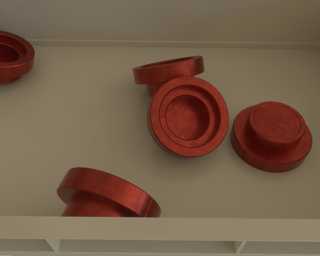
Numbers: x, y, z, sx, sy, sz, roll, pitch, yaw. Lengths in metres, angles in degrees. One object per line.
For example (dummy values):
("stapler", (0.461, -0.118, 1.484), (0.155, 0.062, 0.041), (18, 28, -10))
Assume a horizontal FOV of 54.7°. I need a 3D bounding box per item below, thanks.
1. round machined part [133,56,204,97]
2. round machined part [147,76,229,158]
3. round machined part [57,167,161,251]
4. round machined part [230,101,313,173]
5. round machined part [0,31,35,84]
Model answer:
("round machined part", (0.014, -0.071, 0.434), (0.099, 0.042, 0.098), (-10, 15, 3))
("round machined part", (0.032, -0.011, 0.385), (0.099, 0.042, 0.097), (2, 81, -13))
("round machined part", (-0.052, 0.081, 0.290), (0.098, 0.098, 0.042), (16, 58, 12))
("round machined part", (0.142, 0.004, 0.392), (0.099, 0.042, 0.098), (0, 50, 0))
("round machined part", (-0.243, -0.103, 0.464), (0.099, 0.042, 0.098), (15, 40, -12))
